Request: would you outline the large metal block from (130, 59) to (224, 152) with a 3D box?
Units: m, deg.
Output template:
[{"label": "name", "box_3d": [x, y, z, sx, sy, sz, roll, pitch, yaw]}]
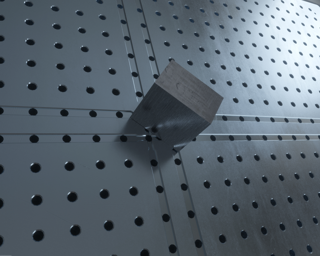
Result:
[{"label": "large metal block", "box_3d": [0.020, -0.026, 0.399, 0.080, 0.080, 0.050, 36, 51, -5]}]
